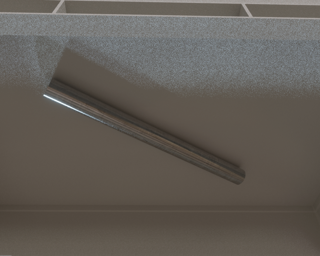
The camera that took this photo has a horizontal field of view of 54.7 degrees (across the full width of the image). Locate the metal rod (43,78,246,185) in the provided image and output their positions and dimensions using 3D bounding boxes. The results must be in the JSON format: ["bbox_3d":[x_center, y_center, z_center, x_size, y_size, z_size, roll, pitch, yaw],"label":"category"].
[{"bbox_3d":[-0.005,0.014,0.418,0.302,0.025,0.025,26,125,-21],"label":"metal rod"}]
